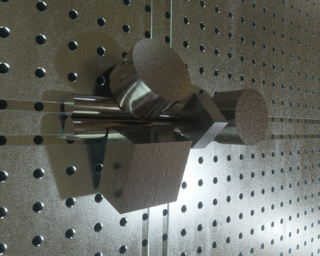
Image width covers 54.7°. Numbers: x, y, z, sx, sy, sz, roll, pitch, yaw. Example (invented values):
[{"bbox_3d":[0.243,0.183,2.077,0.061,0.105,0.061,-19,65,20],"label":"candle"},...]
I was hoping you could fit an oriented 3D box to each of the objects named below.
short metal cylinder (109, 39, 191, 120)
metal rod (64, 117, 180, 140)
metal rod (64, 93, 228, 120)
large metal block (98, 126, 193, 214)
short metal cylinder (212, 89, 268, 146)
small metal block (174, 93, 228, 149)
[{"bbox_3d":[-0.011,-0.056,0.361,0.080,0.050,0.080,21,54,-31],"label":"short metal cylinder"},{"bbox_3d":[0.020,0.002,0.422,0.302,0.025,0.025,1,90,-40],"label":"metal rod"},{"bbox_3d":[0.020,-0.023,0.422,0.302,0.025,0.025,1,90,-40],"label":"metal rod"},{"bbox_3d":[-0.017,0.044,0.356,0.081,0.050,0.079,-1,111,-40],"label":"large metal block"},{"bbox_3d":[0.113,-0.015,0.451,0.081,0.050,0.079,0,90,-40],"label":"short metal cylinder"},{"bbox_3d":[0.051,-0.009,0.394,0.025,0.050,0.050,1,47,-40],"label":"small metal block"}]
